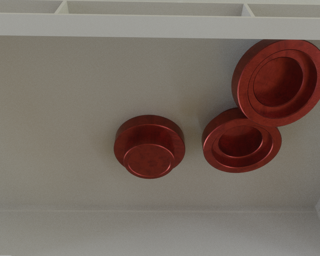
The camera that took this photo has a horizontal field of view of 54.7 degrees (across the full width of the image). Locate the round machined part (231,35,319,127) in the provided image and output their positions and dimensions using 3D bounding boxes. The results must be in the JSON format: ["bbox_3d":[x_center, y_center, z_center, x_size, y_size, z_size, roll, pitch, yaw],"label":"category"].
[{"bbox_3d":[0.126,-0.054,0.343,0.099,0.042,0.097,-3,117,-7],"label":"round machined part"}]

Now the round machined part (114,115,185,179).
[{"bbox_3d":[-0.014,0.033,0.426,0.099,0.042,0.097,0,130,0],"label":"round machined part"}]

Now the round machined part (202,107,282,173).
[{"bbox_3d":[0.104,0.012,0.409,0.099,0.042,0.097,0,130,0],"label":"round machined part"}]
